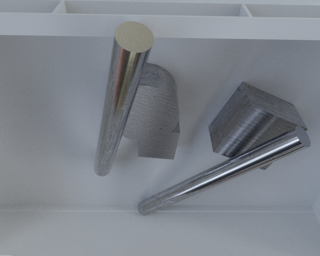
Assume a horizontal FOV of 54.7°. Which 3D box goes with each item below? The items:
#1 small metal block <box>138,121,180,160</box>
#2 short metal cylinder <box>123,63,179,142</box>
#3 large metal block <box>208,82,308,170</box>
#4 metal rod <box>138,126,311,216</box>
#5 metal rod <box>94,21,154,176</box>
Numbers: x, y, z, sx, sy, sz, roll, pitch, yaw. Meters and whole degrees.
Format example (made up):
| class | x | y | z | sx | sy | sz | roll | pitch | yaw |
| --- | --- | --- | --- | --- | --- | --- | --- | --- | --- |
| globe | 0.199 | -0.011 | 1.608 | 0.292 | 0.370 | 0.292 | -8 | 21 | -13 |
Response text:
| class | x | y | z | sx | sy | sz | roll | pitch | yaw |
| --- | --- | --- | --- | --- | --- | --- | --- | --- | --- |
| small metal block | -0.002 | 0.015 | 0.422 | 0.050 | 0.025 | 0.050 | 6 | 130 | -5 |
| short metal cylinder | -0.019 | -0.030 | 0.367 | 0.081 | 0.050 | 0.079 | 0 | 130 | 0 |
| large metal block | 0.120 | 0.000 | 0.394 | 0.080 | 0.050 | 0.079 | 20 | 127 | -17 |
| metal rod | 0.061 | 0.072 | 0.424 | 0.025 | 0.025 | 0.299 | 30 | 138 | -23 |
| metal rod | -0.051 | 0.001 | 0.329 | 0.025 | 0.025 | 0.299 | 11 | 154 | -10 |
